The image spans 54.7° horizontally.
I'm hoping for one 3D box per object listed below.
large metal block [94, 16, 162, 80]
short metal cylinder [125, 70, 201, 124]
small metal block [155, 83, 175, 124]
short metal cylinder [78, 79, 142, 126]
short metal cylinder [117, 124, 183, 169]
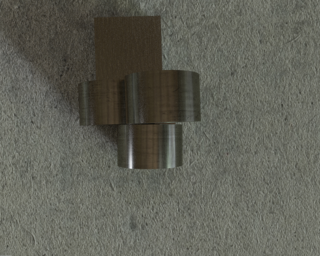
[{"bbox_3d":[-0.038,-0.095,0.399,0.081,0.050,0.080,-2,90,0],"label":"large metal block"},{"bbox_3d":[0.003,-0.031,0.334,0.081,0.080,0.050,-2,90,0],"label":"short metal cylinder"},{"bbox_3d":[0.007,-0.030,0.401,0.025,0.050,0.050,1,90,0],"label":"small metal block"},{"bbox_3d":[-0.059,-0.029,0.384,0.081,0.080,0.050,-2,90,0],"label":"short metal cylinder"},{"bbox_3d":[-0.012,0.021,0.384,0.081,0.080,0.050,0,90,0],"label":"short metal cylinder"}]
